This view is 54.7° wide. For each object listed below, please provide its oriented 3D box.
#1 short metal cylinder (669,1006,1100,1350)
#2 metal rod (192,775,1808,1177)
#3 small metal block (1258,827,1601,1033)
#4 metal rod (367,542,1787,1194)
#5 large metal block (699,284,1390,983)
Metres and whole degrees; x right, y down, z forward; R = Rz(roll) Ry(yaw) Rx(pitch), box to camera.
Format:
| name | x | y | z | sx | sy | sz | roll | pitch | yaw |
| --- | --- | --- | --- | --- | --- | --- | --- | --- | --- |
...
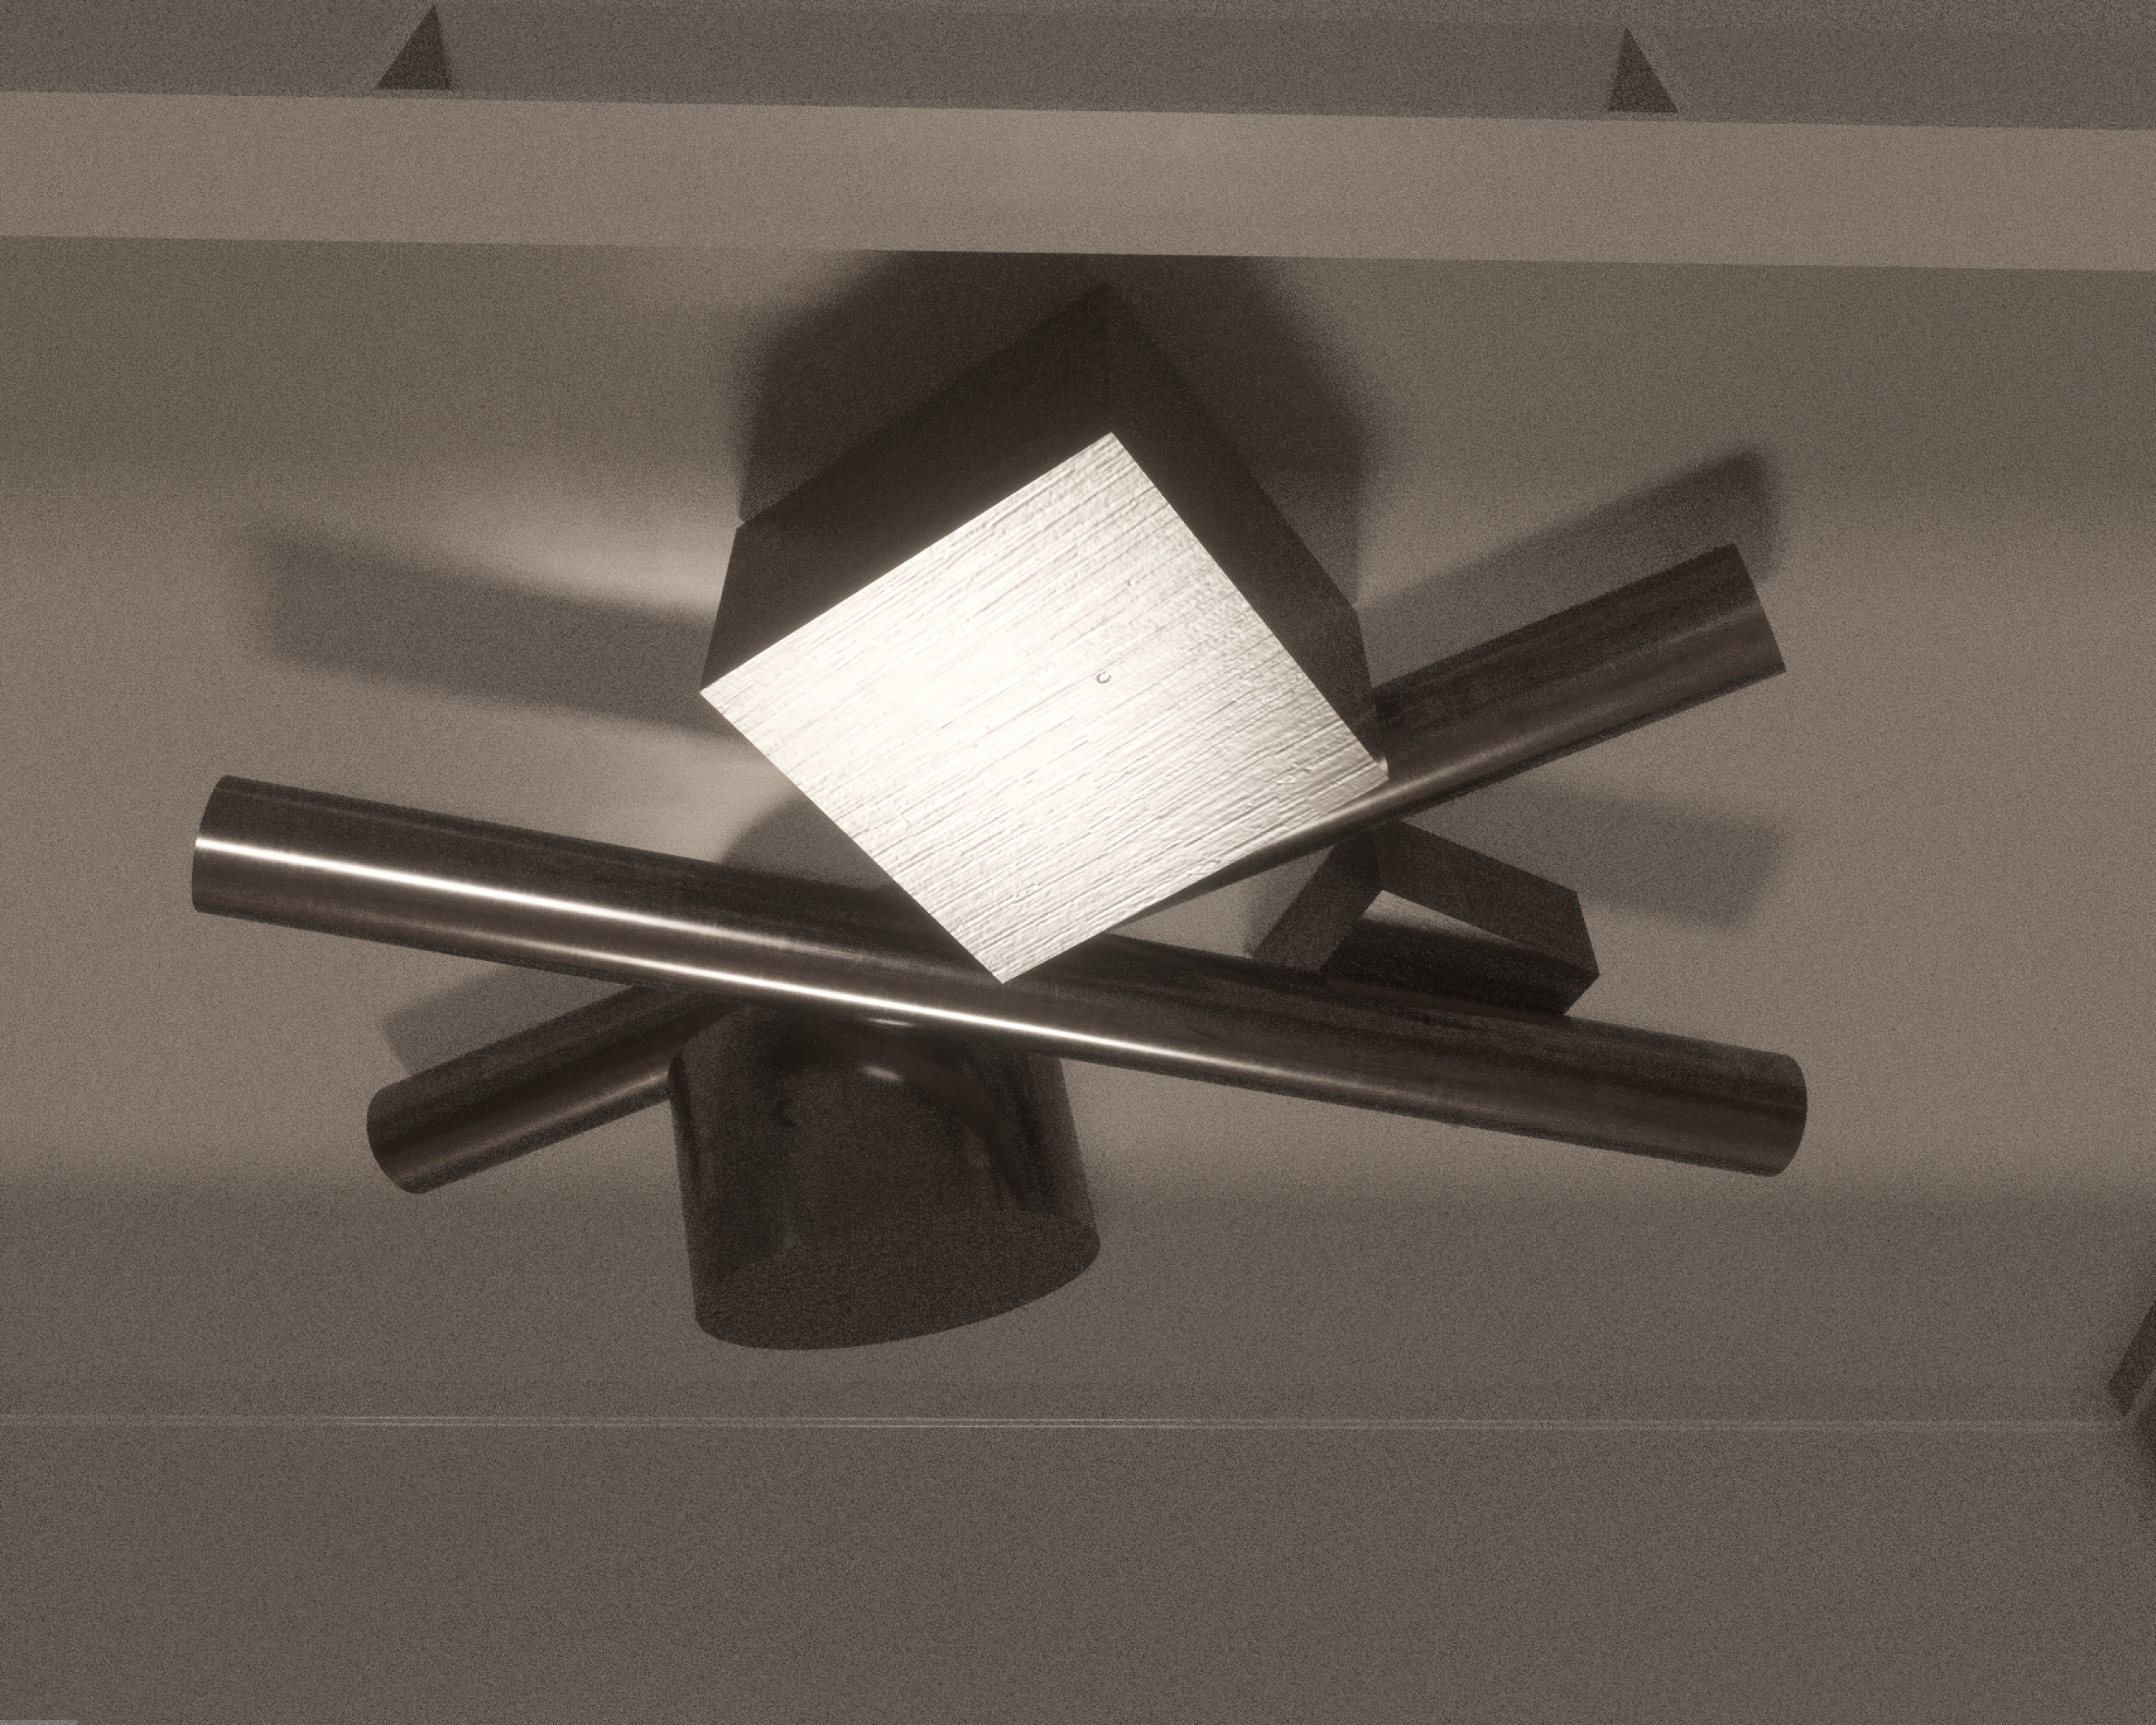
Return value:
| name | x | y | z | sx | sy | sz | roll | pitch | yaw |
| --- | --- | --- | --- | --- | --- | --- | --- | --- | --- |
| short metal cylinder | -0.040 | 0.062 | 0.425 | 0.081 | 0.050 | 0.080 | -10 | 153 | -5 |
| metal rod | -0.007 | 0.024 | 0.394 | 0.302 | 0.025 | 0.025 | 10 | 129 | -9 |
| small metal block | 0.069 | 0.023 | 0.425 | 0.050 | 0.025 | 0.050 | 21 | 127 | -17 |
| metal rod | -0.013 | 0.008 | 0.413 | 0.300 | 0.025 | 0.025 | -22 | 127 | 17 |
| large metal block | -0.004 | -0.037 | 0.359 | 0.080 | 0.050 | 0.080 | -29 | 125 | 22 |
